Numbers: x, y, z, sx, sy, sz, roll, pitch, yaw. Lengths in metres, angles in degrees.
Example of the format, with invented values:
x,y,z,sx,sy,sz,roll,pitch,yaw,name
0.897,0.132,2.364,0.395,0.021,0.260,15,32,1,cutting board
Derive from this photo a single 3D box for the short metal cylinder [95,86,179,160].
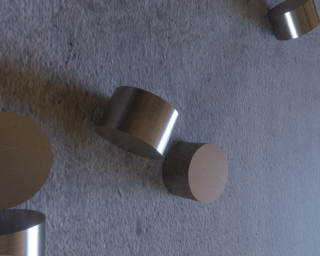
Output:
x,y,z,sx,sy,sz,roll,pitch,yaw,name
-0.025,-0.004,0.350,0.080,0.080,0.050,37,68,-34,short metal cylinder

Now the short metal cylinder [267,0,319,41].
x,y,z,sx,sy,sz,roll,pitch,yaw,name
0.250,-0.208,0.582,0.080,0.080,0.050,-47,119,-30,short metal cylinder

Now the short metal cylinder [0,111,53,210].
x,y,z,sx,sy,sz,roll,pitch,yaw,name
-0.143,0.026,0.270,0.081,0.050,0.079,0,90,-40,short metal cylinder

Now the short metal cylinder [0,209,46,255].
x,y,z,sx,sy,sz,roll,pitch,yaw,name
-0.137,0.102,0.255,0.081,0.080,0.050,1,90,-40,short metal cylinder

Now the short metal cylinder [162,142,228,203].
x,y,z,sx,sy,sz,roll,pitch,yaw,name
0.050,0.060,0.433,0.081,0.050,0.079,0,90,-40,short metal cylinder
